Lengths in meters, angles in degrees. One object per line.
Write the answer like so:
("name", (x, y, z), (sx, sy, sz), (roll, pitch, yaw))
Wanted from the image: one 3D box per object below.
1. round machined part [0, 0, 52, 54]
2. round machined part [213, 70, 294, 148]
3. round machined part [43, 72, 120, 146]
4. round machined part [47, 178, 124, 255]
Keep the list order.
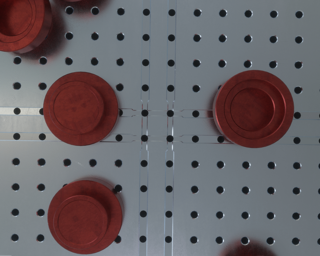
("round machined part", (-0.186, -0.145, 0.399), (0.098, 0.042, 0.097), (1, 96, 5))
("round machined part", (0.118, -0.024, 0.406), (0.099, 0.042, 0.097), (0, 90, 0))
("round machined part", (-0.104, -0.025, 0.404), (0.099, 0.042, 0.097), (0, 90, 0))
("round machined part", (-0.098, 0.117, 0.404), (0.099, 0.042, 0.097), (0, 90, 0))
